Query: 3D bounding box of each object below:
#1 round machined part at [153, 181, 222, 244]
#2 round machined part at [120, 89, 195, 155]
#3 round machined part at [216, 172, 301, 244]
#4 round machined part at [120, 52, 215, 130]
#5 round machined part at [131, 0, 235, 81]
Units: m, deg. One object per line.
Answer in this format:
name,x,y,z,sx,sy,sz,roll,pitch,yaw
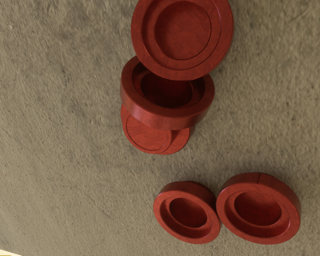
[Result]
round machined part,0.043,0.115,0.443,0.098,0.042,0.097,13,124,20
round machined part,-0.008,-0.006,0.395,0.098,0.042,0.097,13,124,20
round machined part,0.124,0.095,0.389,0.098,0.042,0.097,13,124,20
round machined part,0.006,-0.036,0.335,0.098,0.098,0.042,29,142,9
round machined part,0.024,-0.096,0.309,0.098,0.042,0.097,3,100,16
